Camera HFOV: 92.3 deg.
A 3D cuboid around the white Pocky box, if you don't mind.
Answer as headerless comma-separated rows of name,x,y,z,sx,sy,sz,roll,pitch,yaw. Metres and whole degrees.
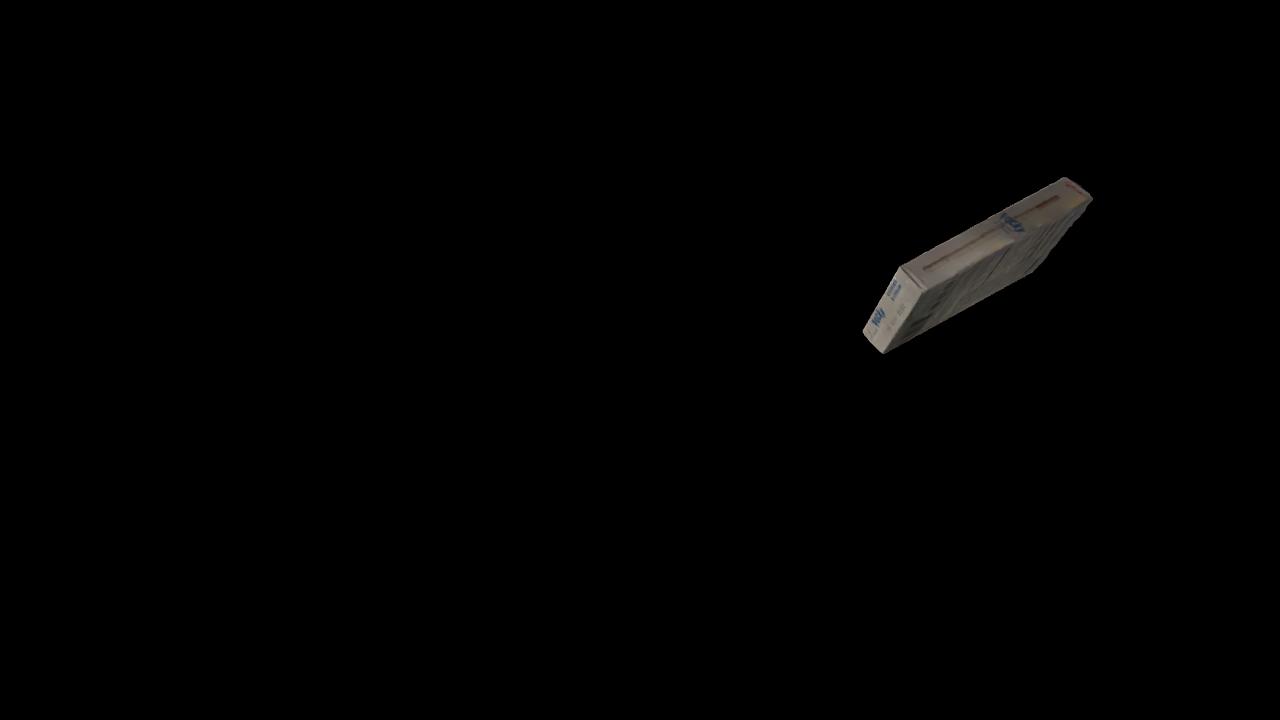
white Pocky box,0.236,-0.064,0.435,0.154,0.028,0.084,-27,-27,-14
